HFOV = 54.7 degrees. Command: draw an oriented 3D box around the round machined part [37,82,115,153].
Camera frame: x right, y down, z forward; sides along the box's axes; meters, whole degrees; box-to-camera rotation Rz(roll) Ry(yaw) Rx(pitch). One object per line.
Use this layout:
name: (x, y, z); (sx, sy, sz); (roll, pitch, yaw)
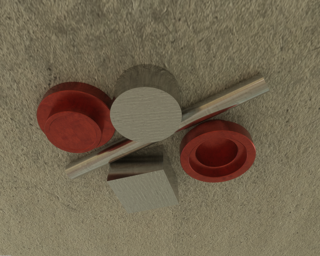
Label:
round machined part: (-0.105, -0.006, 0.391); (0.099, 0.042, 0.097); (0, 130, 0)

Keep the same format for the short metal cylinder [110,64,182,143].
short metal cylinder: (-0.016, -0.029, 0.367); (0.081, 0.050, 0.079); (0, 130, 0)

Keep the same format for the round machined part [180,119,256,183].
round machined part: (0.076, 0.027, 0.421); (0.099, 0.042, 0.097); (0, 130, 0)

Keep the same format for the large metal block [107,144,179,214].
large metal block: (-0.022, 0.076, 0.458); (0.080, 0.050, 0.080); (-13, 129, 11)

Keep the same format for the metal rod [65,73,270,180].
metal rod: (-0.004, 0.006, 0.414); (0.300, 0.025, 0.025); (-25, 126, 19)
